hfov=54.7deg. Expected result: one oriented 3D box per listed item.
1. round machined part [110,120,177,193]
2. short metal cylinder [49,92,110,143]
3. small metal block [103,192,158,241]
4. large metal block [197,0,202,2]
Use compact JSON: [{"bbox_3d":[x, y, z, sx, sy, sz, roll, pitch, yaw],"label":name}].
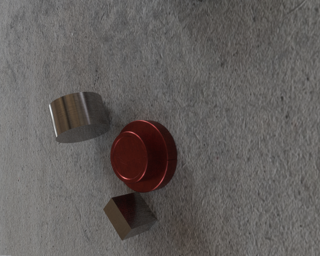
[{"bbox_3d":[-0.028,0.038,0.415,0.098,0.042,0.097,0,90,39],"label":"round machined part"},{"bbox_3d":[-0.121,-0.014,0.466,0.080,0.081,0.050,-28,73,36],"label":"short metal cylinder"},{"bbox_3d":[-0.040,0.117,0.419,0.050,0.050,0.025,50,119,28],"label":"small metal block"},{"bbox_3d":[0.026,-0.208,0.366,0.080,0.050,0.079,40,114,32],"label":"large metal block"}]
